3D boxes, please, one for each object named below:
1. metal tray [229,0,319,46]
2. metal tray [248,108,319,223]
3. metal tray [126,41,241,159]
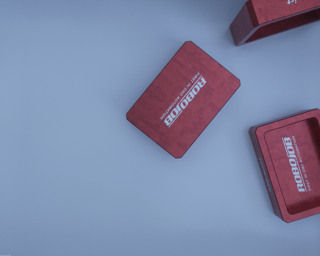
[{"bbox_3d":[0.160,-0.144,0.379,0.131,0.090,0.030,-18,90,0],"label":"metal tray"},{"bbox_3d":[0.182,0.048,0.410,0.090,0.030,0.129,-18,90,0],"label":"metal tray"},{"bbox_3d":[0.030,-0.036,0.409,0.090,0.030,0.130,39,90,0],"label":"metal tray"}]
